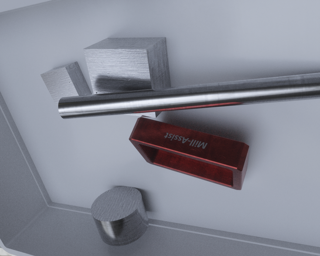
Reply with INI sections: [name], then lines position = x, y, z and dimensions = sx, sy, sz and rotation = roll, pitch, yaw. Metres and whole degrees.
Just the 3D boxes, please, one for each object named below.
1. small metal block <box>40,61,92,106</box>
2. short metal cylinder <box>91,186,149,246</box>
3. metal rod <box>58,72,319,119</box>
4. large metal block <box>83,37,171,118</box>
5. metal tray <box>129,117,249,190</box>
[small metal block]
position = -0.132, -0.062, 0.438
dimensions = 0.050, 0.025, 0.050
rotation = -8, 115, 31
[short metal cylinder]
position = -0.062, 0.137, 0.489
dimensions = 0.080, 0.080, 0.050
rotation = 2, 119, 27
[metal rod]
position = 0.038, -0.032, 0.319
dimensions = 0.301, 0.025, 0.025
rotation = -4, 118, 13
[large metal block]
position = -0.035, -0.062, 0.371
dimensions = 0.080, 0.050, 0.079
rotation = 7, 121, 24
[metal tray]
position = 0.037, 0.032, 0.374
dimensions = 0.130, 0.030, 0.090
rotation = 14, 160, 19
